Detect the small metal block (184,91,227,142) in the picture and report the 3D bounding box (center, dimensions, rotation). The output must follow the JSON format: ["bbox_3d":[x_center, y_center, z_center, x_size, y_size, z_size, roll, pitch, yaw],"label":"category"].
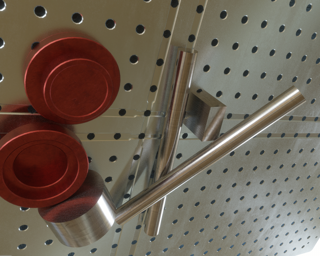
[{"bbox_3d":[0.059,-0.017,0.417,0.025,0.050,0.050,-4,121,-26],"label":"small metal block"}]

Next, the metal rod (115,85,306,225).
[{"bbox_3d":[0.054,0.045,0.415,0.300,0.025,0.025,-37,131,16],"label":"metal rod"}]

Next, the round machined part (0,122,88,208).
[{"bbox_3d":[-0.134,0.037,0.347,0.099,0.042,0.097,-11,120,-20],"label":"round machined part"}]

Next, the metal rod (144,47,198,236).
[{"bbox_3d":[0.010,0.037,0.439,0.025,0.025,0.298,-4,121,-26],"label":"metal rod"}]

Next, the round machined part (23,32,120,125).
[{"bbox_3d":[-0.088,-0.046,0.324,0.099,0.042,0.097,-14,124,-21],"label":"round machined part"}]

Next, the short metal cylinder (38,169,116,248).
[{"bbox_3d":[-0.100,0.097,0.381,0.080,0.080,0.050,-25,128,-13],"label":"short metal cylinder"}]
